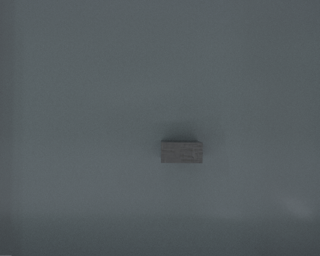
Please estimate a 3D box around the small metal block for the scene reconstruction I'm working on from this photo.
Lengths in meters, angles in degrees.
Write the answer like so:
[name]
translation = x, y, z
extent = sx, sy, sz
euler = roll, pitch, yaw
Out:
[small metal block]
translation = 0.027, 0.030, 0.399
extent = 0.050, 0.050, 0.025
euler = 1, 90, 0
